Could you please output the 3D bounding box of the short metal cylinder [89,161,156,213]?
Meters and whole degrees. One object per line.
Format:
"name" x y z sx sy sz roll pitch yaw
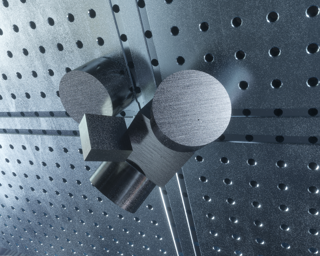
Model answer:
"short metal cylinder" -0.051 0.074 0.436 0.080 0.080 0.050 37 84 5

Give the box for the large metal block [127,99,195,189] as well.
"large metal block" -0.001 0.018 0.399 0.080 0.050 0.080 38 129 2

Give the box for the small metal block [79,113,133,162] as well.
"small metal block" -0.065 0.012 0.368 0.025 0.050 0.050 -53 44 41

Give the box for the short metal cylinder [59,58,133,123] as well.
"short metal cylinder" -0.083 -0.046 0.406 0.080 0.050 0.079 13 124 21

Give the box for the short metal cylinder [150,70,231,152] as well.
"short metal cylinder" 0.030 -0.016 0.336 0.080 0.080 0.050 37 167 3
